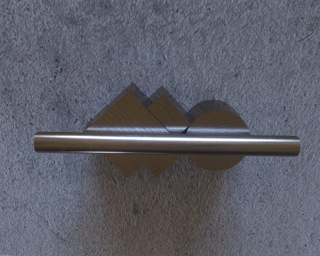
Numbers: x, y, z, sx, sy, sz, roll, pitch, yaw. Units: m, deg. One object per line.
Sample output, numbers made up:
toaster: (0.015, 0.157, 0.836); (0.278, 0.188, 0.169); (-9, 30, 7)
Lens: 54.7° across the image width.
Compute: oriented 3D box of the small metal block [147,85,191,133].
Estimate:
small metal block: (0.011, -0.022, 0.390); (0.025, 0.050, 0.050); (-41, 106, 13)

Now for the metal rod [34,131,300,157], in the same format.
metal rod: (0.009, 0.019, 0.363); (0.302, 0.025, 0.025); (1, 110, -1)

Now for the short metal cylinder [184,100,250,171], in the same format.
short metal cylinder: (0.070, 0.008, 0.401); (0.081, 0.050, 0.079); (0, 110, 0)

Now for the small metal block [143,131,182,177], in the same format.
small metal block: (0.006, 0.029, 0.409); (0.050, 0.050, 0.025); (-40, 106, 13)

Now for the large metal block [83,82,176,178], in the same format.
large metal block: (-0.038, 0.002, 0.396); (0.080, 0.050, 0.080); (-40, 106, 13)
